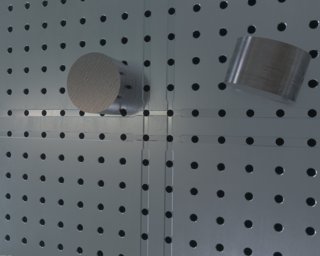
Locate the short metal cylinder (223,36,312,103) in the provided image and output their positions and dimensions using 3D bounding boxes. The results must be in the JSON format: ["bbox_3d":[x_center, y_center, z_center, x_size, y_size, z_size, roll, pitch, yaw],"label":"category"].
[{"bbox_3d":[0.117,-0.063,0.342,0.080,0.080,0.050,20,97,19],"label":"short metal cylinder"}]

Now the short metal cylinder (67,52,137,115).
[{"bbox_3d":[-0.079,-0.059,0.427,0.080,0.050,0.079,0,90,20],"label":"short metal cylinder"}]
